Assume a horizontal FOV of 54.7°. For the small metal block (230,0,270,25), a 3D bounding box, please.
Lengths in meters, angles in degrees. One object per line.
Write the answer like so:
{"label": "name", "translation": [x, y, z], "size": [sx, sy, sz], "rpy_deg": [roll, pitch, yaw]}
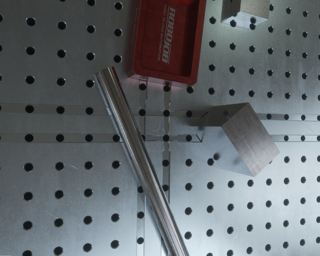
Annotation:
{"label": "small metal block", "translation": [0.136, -0.189, 0.464], "size": [0.050, 0.025, 0.050], "rpy_deg": [6, 88, -20]}

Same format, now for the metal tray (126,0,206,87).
{"label": "metal tray", "translation": [0.010, -0.126, 0.414], "size": [0.091, 0.030, 0.129], "rpy_deg": [8, 87, -20]}

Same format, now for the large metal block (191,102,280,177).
{"label": "large metal block", "translation": [0.100, 0.014, 0.422], "size": [0.050, 0.080, 0.080], "rpy_deg": [-39, 103, -16]}

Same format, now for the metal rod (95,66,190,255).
{"label": "metal rod", "translation": [-0.016, 0.065, 0.407], "size": [0.025, 0.025, 0.298], "rpy_deg": [-24, 98, -19]}
